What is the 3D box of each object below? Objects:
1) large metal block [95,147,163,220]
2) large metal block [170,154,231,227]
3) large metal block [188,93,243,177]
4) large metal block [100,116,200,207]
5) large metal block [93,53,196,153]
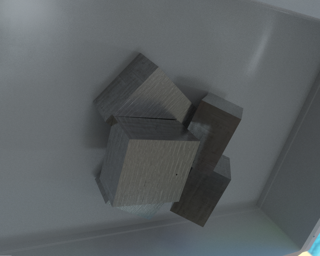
[{"bbox_3d":[-0.025,0.067,0.416,0.080,0.050,0.080,34,99,-39],"label":"large metal block"},{"bbox_3d":[0.060,0.079,0.446,0.050,0.080,0.079,26,108,3],"label":"large metal block"},{"bbox_3d":[0.065,0.005,0.403,0.079,0.050,0.080,-65,171,18],"label":"large metal block"},{"bbox_3d":[-0.013,0.036,0.340,0.081,0.050,0.079,3,116,-29],"label":"large metal block"},{"bbox_3d":[-0.017,-0.026,0.367,0.080,0.050,0.080,-45,130,3],"label":"large metal block"}]
